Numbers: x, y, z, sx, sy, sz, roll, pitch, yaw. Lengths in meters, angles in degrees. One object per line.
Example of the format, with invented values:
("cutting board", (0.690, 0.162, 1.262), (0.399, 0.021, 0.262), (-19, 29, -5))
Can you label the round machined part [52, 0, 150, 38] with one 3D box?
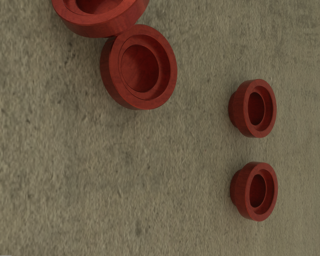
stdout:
("round machined part", (-0.057, -0.134, 0.323), (0.042, 0.098, 0.098), (62, 45, -67))

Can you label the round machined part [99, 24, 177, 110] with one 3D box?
("round machined part", (-0.029, -0.070, 0.371), (0.099, 0.042, 0.097), (0, 90, -40))

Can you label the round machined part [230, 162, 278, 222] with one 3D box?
("round machined part", (0.157, 0.106, 0.529), (0.099, 0.042, 0.097), (0, 90, -40))

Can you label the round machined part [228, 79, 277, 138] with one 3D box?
("round machined part", (0.153, -0.032, 0.525), (0.099, 0.042, 0.097), (0, 90, -40))
